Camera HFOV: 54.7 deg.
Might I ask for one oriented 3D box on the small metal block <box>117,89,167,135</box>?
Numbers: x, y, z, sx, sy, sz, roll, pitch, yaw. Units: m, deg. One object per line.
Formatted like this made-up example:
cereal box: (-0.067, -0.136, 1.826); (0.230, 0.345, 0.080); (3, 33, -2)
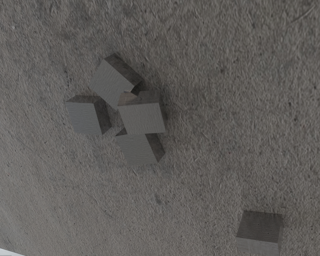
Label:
small metal block: (-0.021, -0.019, 0.389); (0.050, 0.025, 0.050); (-4, 135, 10)

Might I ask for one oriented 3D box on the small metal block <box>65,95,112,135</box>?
small metal block: (-0.103, -0.019, 0.449); (0.050, 0.025, 0.050); (5, 121, 26)

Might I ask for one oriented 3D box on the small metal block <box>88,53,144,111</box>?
small metal block: (-0.057, -0.059, 0.401); (0.050, 0.025, 0.050); (42, 129, -1)

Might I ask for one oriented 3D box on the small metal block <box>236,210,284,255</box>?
small metal block: (0.132, 0.137, 0.406); (0.050, 0.050, 0.025); (-2, 118, 29)

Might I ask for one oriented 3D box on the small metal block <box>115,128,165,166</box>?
small metal block: (-0.028, 0.024, 0.436); (0.050, 0.025, 0.050); (-10, 114, 32)
